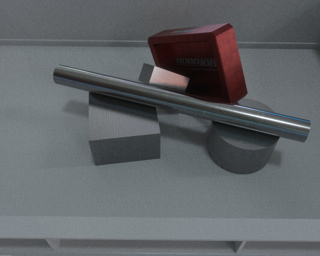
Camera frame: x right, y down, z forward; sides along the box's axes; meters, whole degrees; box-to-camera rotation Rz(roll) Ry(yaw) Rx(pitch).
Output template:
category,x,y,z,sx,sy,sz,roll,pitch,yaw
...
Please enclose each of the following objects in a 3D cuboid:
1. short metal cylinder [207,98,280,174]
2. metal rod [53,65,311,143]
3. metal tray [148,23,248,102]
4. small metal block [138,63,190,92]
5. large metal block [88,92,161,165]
category,x,y,z,sx,sy,sz,roll,pitch,yaw
short metal cylinder,0.101,0.009,0.381,0.081,0.050,0.080,0,50,0
metal rod,0.015,-0.032,0.364,0.301,0.025,0.025,14,51,11
metal tray,0.044,-0.081,0.397,0.030,0.090,0.130,-33,28,-26
small metal block,0.004,-0.065,0.414,0.050,0.025,0.050,15,10,-22
large metal block,-0.045,-0.004,0.390,0.081,0.050,0.080,-6,50,-6
